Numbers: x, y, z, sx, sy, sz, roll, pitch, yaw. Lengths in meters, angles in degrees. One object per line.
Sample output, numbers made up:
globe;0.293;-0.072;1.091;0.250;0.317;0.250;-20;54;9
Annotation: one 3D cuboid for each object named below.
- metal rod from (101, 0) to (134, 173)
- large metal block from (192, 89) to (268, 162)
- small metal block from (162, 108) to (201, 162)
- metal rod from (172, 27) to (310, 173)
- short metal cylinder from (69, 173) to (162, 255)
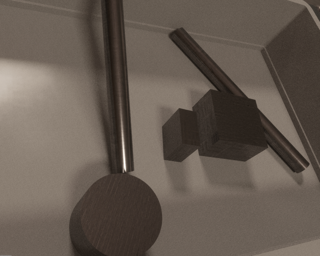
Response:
metal rod;-0.052;-0.099;0.357;0.025;0.025;0.298;-4;90;-30
large metal block;0.098;-0.002;0.446;0.081;0.050;0.080;10;58;-24
small metal block;0.026;0.010;0.399;0.025;0.050;0.050;11;57;-23
metal rod;0.128;-0.048;0.506;0.300;0.025;0.025;48;51;5
short metal cylinder;-0.045;0.092;0.310;0.081;0.050;0.080;14;56;-21
